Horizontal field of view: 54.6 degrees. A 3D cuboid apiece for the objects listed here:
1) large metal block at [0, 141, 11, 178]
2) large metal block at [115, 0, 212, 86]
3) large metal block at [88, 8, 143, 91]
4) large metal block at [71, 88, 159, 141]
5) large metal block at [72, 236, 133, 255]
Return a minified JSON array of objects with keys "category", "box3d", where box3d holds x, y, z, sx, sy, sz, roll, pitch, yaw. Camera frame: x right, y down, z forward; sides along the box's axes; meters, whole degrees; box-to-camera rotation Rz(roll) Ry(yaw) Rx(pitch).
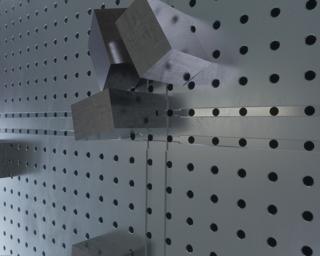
[{"category":"large metal block","box3d":[-0.390,0.071,0.718,0.080,0.050,0.080,5,93,40]},{"category":"large metal block","box3d":[0.005,-0.102,0.370,0.050,0.080,0.080,-37,68,32]},{"category":"large metal block","box3d":[-0.060,-0.103,0.423,0.080,0.050,0.080,131,123,-62]},{"category":"large metal block","box3d":[-0.062,-0.016,0.426,0.080,0.081,0.050,-16,80,39]},{"category":"large metal block","box3d":[-0.089,0.221,0.469,0.080,0.050,0.080,4,93,40]}]
